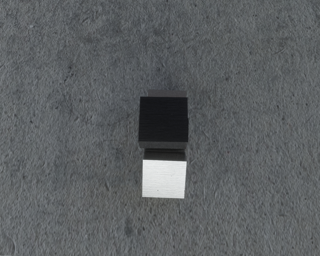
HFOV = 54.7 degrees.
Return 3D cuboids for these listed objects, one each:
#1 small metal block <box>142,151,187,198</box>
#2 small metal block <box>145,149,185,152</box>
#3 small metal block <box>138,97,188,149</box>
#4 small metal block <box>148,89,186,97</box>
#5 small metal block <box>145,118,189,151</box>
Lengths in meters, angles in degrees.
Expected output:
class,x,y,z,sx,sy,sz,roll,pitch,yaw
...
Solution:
class,x,y,z,sx,sy,sz,roll,pitch,yaw
small metal block,0.005,0.056,0.375,0.050,0.025,0.050,2,111,0
small metal block,0.006,0.020,0.403,0.050,0.025,0.050,2,70,0
small metal block,0.004,-0.005,0.332,0.050,0.025,0.050,1,70,0
small metal block,0.009,-0.027,0.407,0.050,0.025,0.050,2,34,1
small metal block,0.006,0.008,0.366,0.050,0.050,0.025,2,70,0
